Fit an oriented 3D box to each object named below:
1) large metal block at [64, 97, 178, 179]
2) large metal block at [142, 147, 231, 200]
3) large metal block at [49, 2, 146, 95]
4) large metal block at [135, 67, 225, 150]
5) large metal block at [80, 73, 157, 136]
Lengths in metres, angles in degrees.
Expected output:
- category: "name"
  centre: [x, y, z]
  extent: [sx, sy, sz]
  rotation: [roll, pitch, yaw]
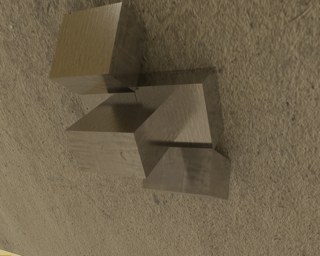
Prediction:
- category: "large metal block"
  centre: [-0.037, 0.006, 0.331]
  extent: [0.080, 0.080, 0.050]
  rotation: [1, 119, 27]
- category: "large metal block"
  centre: [0.036, 0.056, 0.380]
  extent: [0.080, 0.080, 0.050]
  rotation: [1, 75, 27]
- category: "large metal block"
  centre: [-0.068, -0.085, 0.347]
  extent: [0.080, 0.050, 0.080]
  rotation: [1, 75, 28]
- category: "large metal block"
  centre: [0.025, -0.022, 0.362]
  extent: [0.080, 0.050, 0.079]
  rotation: [1, 119, 27]
- category: "large metal block"
  centre: [-0.047, -0.022, 0.399]
  extent: [0.080, 0.050, 0.079]
  rotation: [1, 119, 27]
